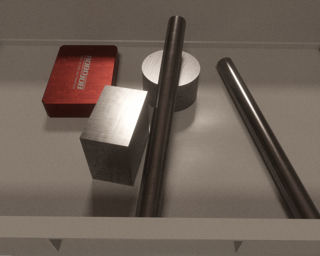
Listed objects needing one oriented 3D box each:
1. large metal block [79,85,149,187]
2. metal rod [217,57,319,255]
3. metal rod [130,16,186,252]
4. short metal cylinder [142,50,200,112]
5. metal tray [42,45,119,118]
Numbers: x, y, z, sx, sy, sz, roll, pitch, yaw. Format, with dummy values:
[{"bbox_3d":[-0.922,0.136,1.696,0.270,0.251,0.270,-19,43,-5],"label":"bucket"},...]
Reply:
[{"bbox_3d":[-0.047,0.009,0.361,0.050,0.080,0.080,10,51,7],"label":"large metal block"},{"bbox_3d":[0.133,0.010,0.397,0.025,0.025,0.300,-9,51,-8],"label":"metal rod"},{"bbox_3d":[0.003,-0.014,0.368,0.025,0.025,0.299,6,65,5],"label":"metal rod"},{"bbox_3d":[0.015,-0.069,0.447,0.081,0.050,0.080,0,50,0],"label":"short metal cylinder"},{"bbox_3d":[-0.113,-0.073,0.462,0.091,0.030,0.130,0,50,-1],"label":"metal tray"}]
